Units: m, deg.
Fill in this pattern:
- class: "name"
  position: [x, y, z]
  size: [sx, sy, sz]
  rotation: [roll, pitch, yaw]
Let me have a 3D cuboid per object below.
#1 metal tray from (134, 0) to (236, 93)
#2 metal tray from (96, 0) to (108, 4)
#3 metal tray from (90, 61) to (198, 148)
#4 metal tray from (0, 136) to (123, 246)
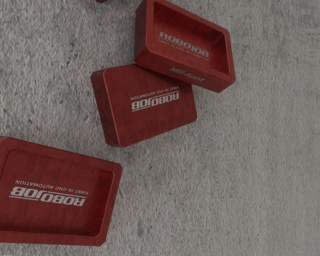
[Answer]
- class: "metal tray"
  position: [0.033, -0.105, 0.393]
  size: [0.131, 0.030, 0.090]
  rotation: [14, 60, -28]
- class: "metal tray"
  position: [-0.049, -0.219, 0.359]
  size: [0.130, 0.030, 0.090]
  rotation: [-51, 120, -28]
- class: "metal tray"
  position: [-0.014, -0.037, 0.389]
  size: [0.131, 0.030, 0.089]
  rotation: [-19, 102, -38]
- class: "metal tray"
  position: [-0.107, 0.067, 0.311]
  size: [0.131, 0.030, 0.090]
  rotation: [20, 77, -38]
